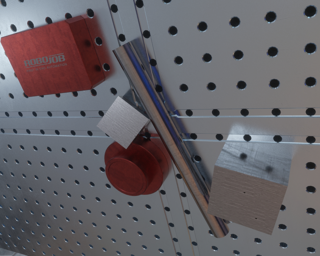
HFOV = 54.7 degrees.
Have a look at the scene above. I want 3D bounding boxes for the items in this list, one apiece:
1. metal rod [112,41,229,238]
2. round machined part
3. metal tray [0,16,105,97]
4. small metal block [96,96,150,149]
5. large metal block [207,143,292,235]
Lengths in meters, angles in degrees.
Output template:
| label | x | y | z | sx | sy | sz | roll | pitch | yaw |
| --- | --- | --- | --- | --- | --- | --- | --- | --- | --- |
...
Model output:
| label | x | y | z | sx | sy | sz | roll | pitch | yaw |
| --- | --- | --- | --- | --- | --- | --- | --- | --- | --- |
| metal rod | 0.022 | 0.027 | 0.414 | 0.025 | 0.025 | 0.299 | -17 | 110 | 34 |
| round machined part | -0.041 | 0.061 | 0.458 | 0.098 | 0.042 | 0.097 | 13 | 124 | 20 |
| metal tray | -0.148 | -0.094 | 0.426 | 0.130 | 0.030 | 0.089 | -2 | 118 | 29 |
| small metal block | -0.047 | -0.008 | 0.416 | 0.050 | 0.025 | 0.050 | 38 | 99 | 3 |
| large metal block | 0.109 | 0.074 | 0.383 | 0.080 | 0.050 | 0.079 | 15 | 125 | 19 |
